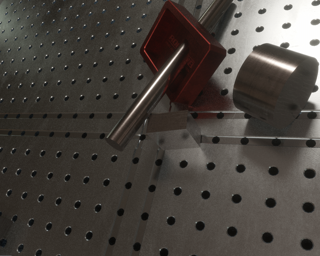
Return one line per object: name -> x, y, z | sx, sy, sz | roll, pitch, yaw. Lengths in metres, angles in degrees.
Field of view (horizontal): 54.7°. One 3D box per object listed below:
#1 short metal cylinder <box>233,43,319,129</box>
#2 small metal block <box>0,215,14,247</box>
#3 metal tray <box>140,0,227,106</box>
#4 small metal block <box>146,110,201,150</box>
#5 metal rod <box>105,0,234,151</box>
short metal cylinder -> 0.125, -0.045, 0.335 | 0.050, 0.080, 0.080 | 34, 81, 38
small metal block -> -0.248, 0.148, 0.445 | 0.050, 0.025, 0.050 | 9, 66, 31
metal tray -> 0.025, -0.105, 0.427 | 0.089, 0.030, 0.130 | -56, 45, 30
small metal block -> 0.018, 0.004, 0.379 | 0.050, 0.050, 0.025 | -6, 59, 24
metal rod -> 0.026, -0.093, 0.418 | 0.025, 0.025, 0.301 | 18, 61, 34
